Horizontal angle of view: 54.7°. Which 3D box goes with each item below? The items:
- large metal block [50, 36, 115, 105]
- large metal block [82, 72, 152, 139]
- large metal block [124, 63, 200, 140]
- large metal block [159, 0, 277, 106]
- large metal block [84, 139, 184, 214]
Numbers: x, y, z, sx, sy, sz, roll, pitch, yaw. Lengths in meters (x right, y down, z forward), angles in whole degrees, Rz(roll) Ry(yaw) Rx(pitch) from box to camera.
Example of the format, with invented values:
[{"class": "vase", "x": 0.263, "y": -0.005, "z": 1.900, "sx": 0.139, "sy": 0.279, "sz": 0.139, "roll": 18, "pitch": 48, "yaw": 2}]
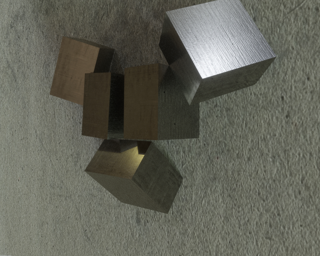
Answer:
[{"class": "large metal block", "x": -0.109, "y": -0.083, "z": 0.446, "sx": 0.050, "sy": 0.080, "sz": 0.079, "roll": 18, "pitch": 104, "yaw": 1}, {"class": "large metal block", "x": -0.054, "y": -0.028, "z": 0.413, "sx": 0.050, "sy": 0.081, "sz": 0.079, "roll": 6, "pitch": 94, "yaw": 39}, {"class": "large metal block", "x": 0.004, "y": -0.028, "z": 0.365, "sx": 0.050, "sy": 0.081, "sz": 0.079, "roll": 1, "pitch": 91, "yaw": 40}, {"class": "large metal block", "x": 0.054, "y": -0.079, "z": 0.316, "sx": 0.050, "sy": 0.081, "sz": 0.080, "roll": 108, "pitch": 140, "yaw": -64}, {"class": "large metal block", "x": -0.031, "y": 0.059, "z": 0.386, "sx": 0.080, "sy": 0.080, "sz": 0.050, "roll": 1, "pitch": 52, "yaw": 40}]
